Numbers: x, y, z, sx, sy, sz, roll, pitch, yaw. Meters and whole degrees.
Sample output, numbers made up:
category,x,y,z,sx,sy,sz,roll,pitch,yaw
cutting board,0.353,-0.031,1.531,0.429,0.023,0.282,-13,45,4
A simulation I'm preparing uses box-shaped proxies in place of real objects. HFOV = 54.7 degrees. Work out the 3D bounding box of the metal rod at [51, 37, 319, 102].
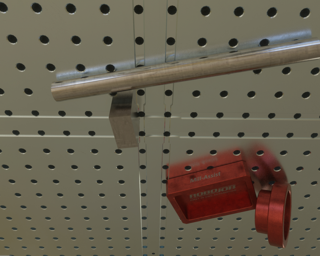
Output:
category,x,y,z,sx,sy,sz,roll,pitch,yaw
metal rod,0.023,-0.065,0.356,0.302,0.025,0.025,-8,130,6

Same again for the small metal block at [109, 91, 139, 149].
category,x,y,z,sx,sy,sz,roll,pitch,yaw
small metal block,-0.043,-0.010,0.386,0.025,0.050,0.050,-6,130,4

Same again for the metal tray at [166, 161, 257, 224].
category,x,y,z,sx,sy,sz,roll,pitch,yaw
metal tray,0.085,0.107,0.500,0.130,0.030,0.090,-16,129,13

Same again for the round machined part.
category,x,y,z,sx,sy,sz,roll,pitch,yaw
round machined part,0.178,0.134,0.487,0.042,0.098,0.098,3,135,29
